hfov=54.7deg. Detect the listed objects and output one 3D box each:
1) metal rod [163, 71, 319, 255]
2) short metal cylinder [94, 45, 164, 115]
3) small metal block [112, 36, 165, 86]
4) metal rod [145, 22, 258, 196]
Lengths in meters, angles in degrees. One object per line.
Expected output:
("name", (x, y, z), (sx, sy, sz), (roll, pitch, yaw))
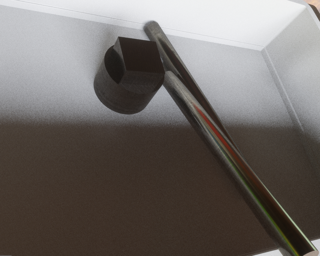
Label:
("metal rod", (0.064, 0.015, 0.353), (0.025, 0.025, 0.300), (3, 35, -27))
("short metal cylinder", (-0.041, -0.065, 0.408), (0.081, 0.050, 0.080), (14, 56, -21))
("small metal block", (-0.027, -0.081, 0.378), (0.050, 0.025, 0.050), (-1, 62, -29))
("metal rod", (0.060, -0.036, 0.461), (0.025, 0.025, 0.299), (-20, 72, -36))
